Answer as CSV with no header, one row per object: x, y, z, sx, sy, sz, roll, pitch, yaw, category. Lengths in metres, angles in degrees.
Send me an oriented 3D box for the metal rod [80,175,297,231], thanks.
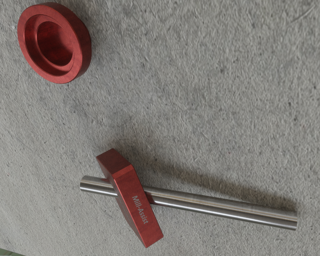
0.027,0.101,0.432,0.301,0.025,0.025,6,122,17,metal rod

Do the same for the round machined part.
-0.128,-0.109,0.396,0.098,0.042,0.097,13,124,21,round machined part

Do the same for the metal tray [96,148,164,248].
-0.046,0.102,0.459,0.090,0.030,0.129,26,140,61,metal tray
